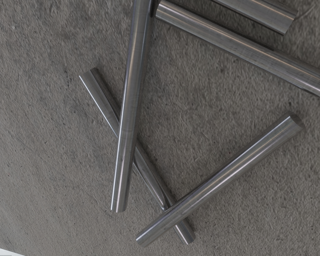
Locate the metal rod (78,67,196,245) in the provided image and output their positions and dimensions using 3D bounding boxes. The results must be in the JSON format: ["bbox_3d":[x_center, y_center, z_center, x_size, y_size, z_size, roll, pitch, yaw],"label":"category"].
[{"bbox_3d":[-0.026,0.050,0.451,0.025,0.025,0.299,-19,109,35],"label":"metal rod"}]

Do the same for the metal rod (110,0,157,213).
[{"bbox_3d":[-0.039,-0.012,0.395,0.025,0.025,0.298,19,119,17],"label":"metal rod"}]

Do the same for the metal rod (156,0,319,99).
[{"bbox_3d":[0.132,-0.055,0.303,0.301,0.025,0.025,29,128,9],"label":"metal rod"}]

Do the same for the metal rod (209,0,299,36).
[{"bbox_3d":[-0.009,-0.170,0.306,0.301,0.025,0.025,30,128,8],"label":"metal rod"}]

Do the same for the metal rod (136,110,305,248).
[{"bbox_3d":[0.058,0.083,0.406,0.025,0.025,0.298,42,123,-1],"label":"metal rod"}]
